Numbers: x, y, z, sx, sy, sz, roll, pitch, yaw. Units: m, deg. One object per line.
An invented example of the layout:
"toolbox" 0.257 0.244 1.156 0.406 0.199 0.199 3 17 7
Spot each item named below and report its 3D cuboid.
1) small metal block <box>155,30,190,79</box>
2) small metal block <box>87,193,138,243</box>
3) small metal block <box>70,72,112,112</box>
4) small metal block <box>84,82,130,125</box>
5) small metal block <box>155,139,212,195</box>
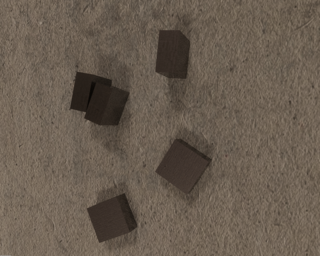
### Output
"small metal block" 0.017 -0.091 0.389 0.025 0.050 0.050 6 92 19
"small metal block" -0.067 0.125 0.431 0.050 0.025 0.050 -25 82 18
"small metal block" -0.094 -0.047 0.428 0.025 0.050 0.050 13 94 19
"small metal block" -0.071 -0.031 0.419 0.025 0.050 0.050 23 98 18
"small metal block" 0.030 0.049 0.398 0.050 0.025 0.050 34 101 16
